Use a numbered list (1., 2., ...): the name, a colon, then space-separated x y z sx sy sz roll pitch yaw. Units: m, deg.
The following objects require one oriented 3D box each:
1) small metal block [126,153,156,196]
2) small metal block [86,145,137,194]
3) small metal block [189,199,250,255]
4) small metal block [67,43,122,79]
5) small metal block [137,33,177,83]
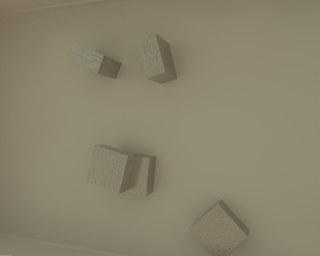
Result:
1. small metal block: -0.035 0.061 0.423 0.050 0.025 0.050 6 92 20
2. small metal block: -0.064 0.053 0.407 0.050 0.025 0.050 15 95 20
3. small metal block: 0.073 0.126 0.384 0.050 0.025 0.050 -46 76 14
4. small metal block: -0.089 -0.091 0.429 0.050 0.050 0.025 25 98 18
5. small metal block: -0.003 -0.088 0.398 0.025 0.050 0.050 -15 85 19
